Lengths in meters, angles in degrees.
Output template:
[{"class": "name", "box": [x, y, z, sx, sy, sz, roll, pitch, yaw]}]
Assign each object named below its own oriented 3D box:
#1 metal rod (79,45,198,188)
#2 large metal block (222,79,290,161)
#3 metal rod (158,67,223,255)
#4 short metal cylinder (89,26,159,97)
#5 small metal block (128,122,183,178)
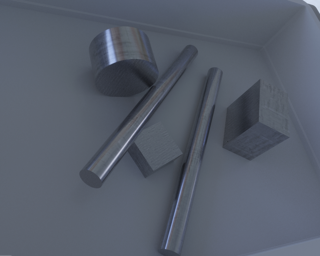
[{"class": "metal rod", "box": [-0.008, -0.038, 0.405, 0.025, 0.025, 0.301, 38, 44, -4]}, {"class": "large metal block", "box": [0.140, -0.010, 0.454, 0.050, 0.080, 0.080, 25, 53, -13]}, {"class": "metal rod", "box": [0.050, 0.022, 0.421, 0.025, 0.025, 0.300, 28, 52, -11]}, {"class": "short metal cylinder", "box": [-0.047, -0.082, 0.397, 0.081, 0.080, 0.050, -1, 63, -29]}, {"class": "small metal block", "box": [-0.009, 0.026, 0.386, 0.050, 0.025, 0.050, -26, 76, -37]}]
